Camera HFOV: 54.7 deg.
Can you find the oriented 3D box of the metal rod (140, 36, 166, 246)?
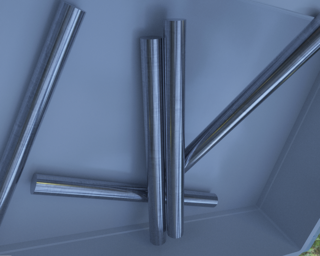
[{"bbox_3d":[-0.006,0.034,0.406,0.025,0.025,0.298,-12,117,-22],"label":"metal rod"}]

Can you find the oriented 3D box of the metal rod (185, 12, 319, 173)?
[{"bbox_3d":[0.081,-0.009,0.372,0.025,0.025,0.298,9,138,-33],"label":"metal rod"}]

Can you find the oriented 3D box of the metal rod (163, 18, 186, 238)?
[{"bbox_3d":[0.019,0.019,0.394,0.025,0.025,0.298,-12,117,-22],"label":"metal rod"}]

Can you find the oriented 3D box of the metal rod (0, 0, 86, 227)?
[{"bbox_3d":[-0.149,0.011,0.334,0.025,0.025,0.298,16,110,-35],"label":"metal rod"}]

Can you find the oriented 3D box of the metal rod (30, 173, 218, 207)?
[{"bbox_3d":[-0.029,0.096,0.453,0.302,0.025,0.025,14,111,-34],"label":"metal rod"}]
